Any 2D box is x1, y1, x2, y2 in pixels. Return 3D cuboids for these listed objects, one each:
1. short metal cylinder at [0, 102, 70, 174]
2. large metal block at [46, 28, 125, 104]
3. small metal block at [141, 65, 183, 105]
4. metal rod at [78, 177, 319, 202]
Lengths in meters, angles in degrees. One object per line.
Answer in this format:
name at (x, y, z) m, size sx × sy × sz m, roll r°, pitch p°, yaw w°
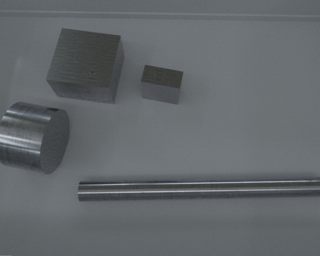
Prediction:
short metal cylinder at (-0.150, 0.012, 0.374) m, size 0.050 × 0.080 × 0.080 m, roll 11°, pitch 70°, yaw 4°
large metal block at (-0.098, -0.084, 0.426) m, size 0.080 × 0.050 × 0.080 m, roll 8°, pitch 70°, yaw 2°
small metal block at (0.003, -0.057, 0.417) m, size 0.050 × 0.050 × 0.025 m, roll 11°, pitch 71°, yaw 3°
metal rod at (0.054, 0.075, 0.382) m, size 0.302 × 0.025 × 0.025 m, roll -1°, pitch 70°, yaw -1°
